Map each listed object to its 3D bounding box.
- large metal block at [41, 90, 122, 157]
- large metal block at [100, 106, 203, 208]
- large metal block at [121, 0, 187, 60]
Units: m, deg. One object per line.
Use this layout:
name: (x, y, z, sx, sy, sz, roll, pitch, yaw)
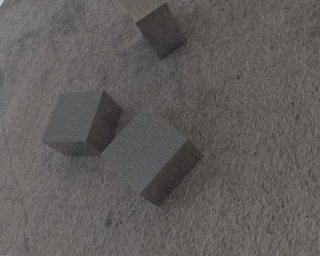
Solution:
large metal block: (-0.111, -0.005, 0.450, 0.080, 0.050, 0.080, -1, 61, 27)
large metal block: (-0.010, 0.033, 0.373, 0.080, 0.050, 0.080, -48, 51, -6)
large metal block: (-0.010, -0.166, 0.476, 0.050, 0.080, 0.080, -33, 52, 7)
